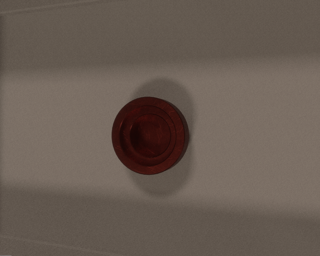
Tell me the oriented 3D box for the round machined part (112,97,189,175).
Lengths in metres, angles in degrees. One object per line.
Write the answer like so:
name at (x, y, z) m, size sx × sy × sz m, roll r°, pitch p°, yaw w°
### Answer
round machined part at (-0.009, 0.009, 0.404) m, size 0.098 × 0.042 × 0.097 m, roll 0°, pitch 90°, yaw 19°
